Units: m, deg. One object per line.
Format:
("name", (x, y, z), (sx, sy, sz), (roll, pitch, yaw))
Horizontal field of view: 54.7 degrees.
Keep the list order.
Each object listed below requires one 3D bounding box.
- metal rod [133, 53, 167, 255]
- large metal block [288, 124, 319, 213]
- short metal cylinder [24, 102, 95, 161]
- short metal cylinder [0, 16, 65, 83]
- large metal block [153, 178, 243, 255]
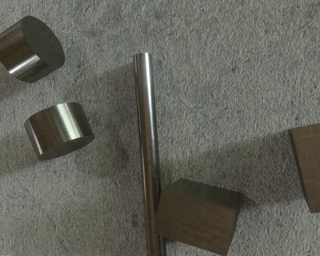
("metal rod", (-0.013, 0.051, 0.413), (0.025, 0.025, 0.298), (-5, 88, 20))
("large metal block", (0.169, 0.035, 0.320), (0.050, 0.080, 0.080), (-13, 86, 19))
("short metal cylinder", (-0.138, 0.005, 0.428), (0.080, 0.080, 0.050), (-28, 81, 18))
("short metal cylinder", (-0.184, -0.112, 0.445), (0.050, 0.080, 0.080), (-24, 82, 18))
("large metal block", (0.048, 0.098, 0.363), (0.080, 0.080, 0.050), (12, 94, 19))
